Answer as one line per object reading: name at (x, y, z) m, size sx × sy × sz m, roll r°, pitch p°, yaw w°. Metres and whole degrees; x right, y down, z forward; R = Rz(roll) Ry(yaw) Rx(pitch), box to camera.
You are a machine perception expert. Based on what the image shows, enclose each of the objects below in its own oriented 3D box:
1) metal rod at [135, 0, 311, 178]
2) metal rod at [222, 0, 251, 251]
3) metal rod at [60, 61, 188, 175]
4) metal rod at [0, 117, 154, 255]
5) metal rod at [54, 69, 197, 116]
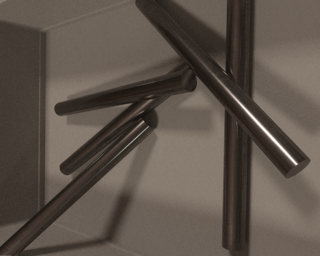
metal rod at (0.046, -0.070, 0.340) m, size 0.025 × 0.025 × 0.300 m, roll -53°, pitch 52°, yaw 27°
metal rod at (0.083, -0.019, 0.336) m, size 0.025 × 0.025 × 0.298 m, roll 2°, pitch 91°, yaw 39°
metal rod at (-0.062, -0.002, 0.455) m, size 0.299 × 0.025 × 0.025 m, roll -36°, pitch 68°, yaw 34°
metal rod at (-0.128, 0.096, 0.423) m, size 0.300 × 0.025 × 0.025 m, roll -43°, pitch 61°, yaw 0°
metal rod at (-0.072, -0.042, 0.440) m, size 0.300 × 0.025 × 0.025 m, roll -5°, pitch 87°, yaw 46°
